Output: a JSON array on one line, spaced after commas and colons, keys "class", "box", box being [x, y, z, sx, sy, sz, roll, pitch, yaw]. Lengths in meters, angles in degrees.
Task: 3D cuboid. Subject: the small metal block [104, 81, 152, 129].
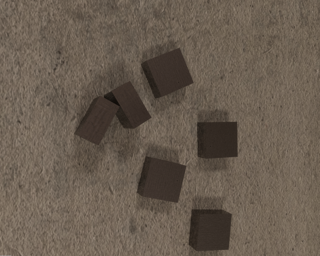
[{"class": "small metal block", "box": [-0.041, -0.027, 0.381, 0.025, 0.050, 0.050, -34, 101, -17]}]

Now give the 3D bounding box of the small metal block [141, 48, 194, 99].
[{"class": "small metal block", "box": [0.010, -0.073, 0.414, 0.050, 0.025, 0.050, -26, 99, -19]}]

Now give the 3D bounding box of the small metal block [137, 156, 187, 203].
[{"class": "small metal block", "box": [0.002, 0.068, 0.411, 0.050, 0.025, 0.050, 15, 85, -20]}]

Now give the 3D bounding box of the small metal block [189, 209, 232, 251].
[{"class": "small metal block", "box": [0.071, 0.143, 0.437, 0.050, 0.025, 0.050, 6, 88, -20]}]

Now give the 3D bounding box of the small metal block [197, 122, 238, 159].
[{"class": "small metal block", "box": [0.082, 0.016, 0.441, 0.050, 0.025, 0.050, -1, 91, -21]}]

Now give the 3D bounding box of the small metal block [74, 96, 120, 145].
[{"class": "small metal block", "box": [-0.076, -0.009, 0.368, 0.025, 0.050, 0.050, 30, 80, -18]}]
